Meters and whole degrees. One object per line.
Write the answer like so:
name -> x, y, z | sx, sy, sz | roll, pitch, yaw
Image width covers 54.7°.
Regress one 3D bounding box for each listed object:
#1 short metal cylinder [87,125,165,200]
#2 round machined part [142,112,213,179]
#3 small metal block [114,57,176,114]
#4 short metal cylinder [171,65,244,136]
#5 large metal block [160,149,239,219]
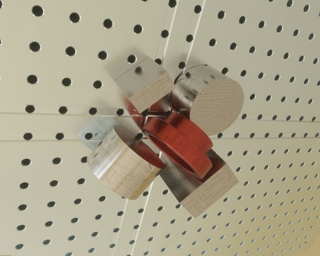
short metal cylinder -> -0.041, 0.041, 0.379 | 0.050, 0.080, 0.080 | -50, 129, 6
round machined part -> 0.027, 0.017, 0.392 | 0.042, 0.098, 0.098 | -50, 130, -9
small metal block -> -0.018, -0.050, 0.355 | 0.050, 0.050, 0.025 | -36, 130, -5
short metal cylinder -> 0.062, -0.036, 0.408 | 0.081, 0.050, 0.079 | -14, 125, -21
large metal block -> 0.051, 0.067, 0.448 | 0.080, 0.080, 0.050 | -40, 130, -2
